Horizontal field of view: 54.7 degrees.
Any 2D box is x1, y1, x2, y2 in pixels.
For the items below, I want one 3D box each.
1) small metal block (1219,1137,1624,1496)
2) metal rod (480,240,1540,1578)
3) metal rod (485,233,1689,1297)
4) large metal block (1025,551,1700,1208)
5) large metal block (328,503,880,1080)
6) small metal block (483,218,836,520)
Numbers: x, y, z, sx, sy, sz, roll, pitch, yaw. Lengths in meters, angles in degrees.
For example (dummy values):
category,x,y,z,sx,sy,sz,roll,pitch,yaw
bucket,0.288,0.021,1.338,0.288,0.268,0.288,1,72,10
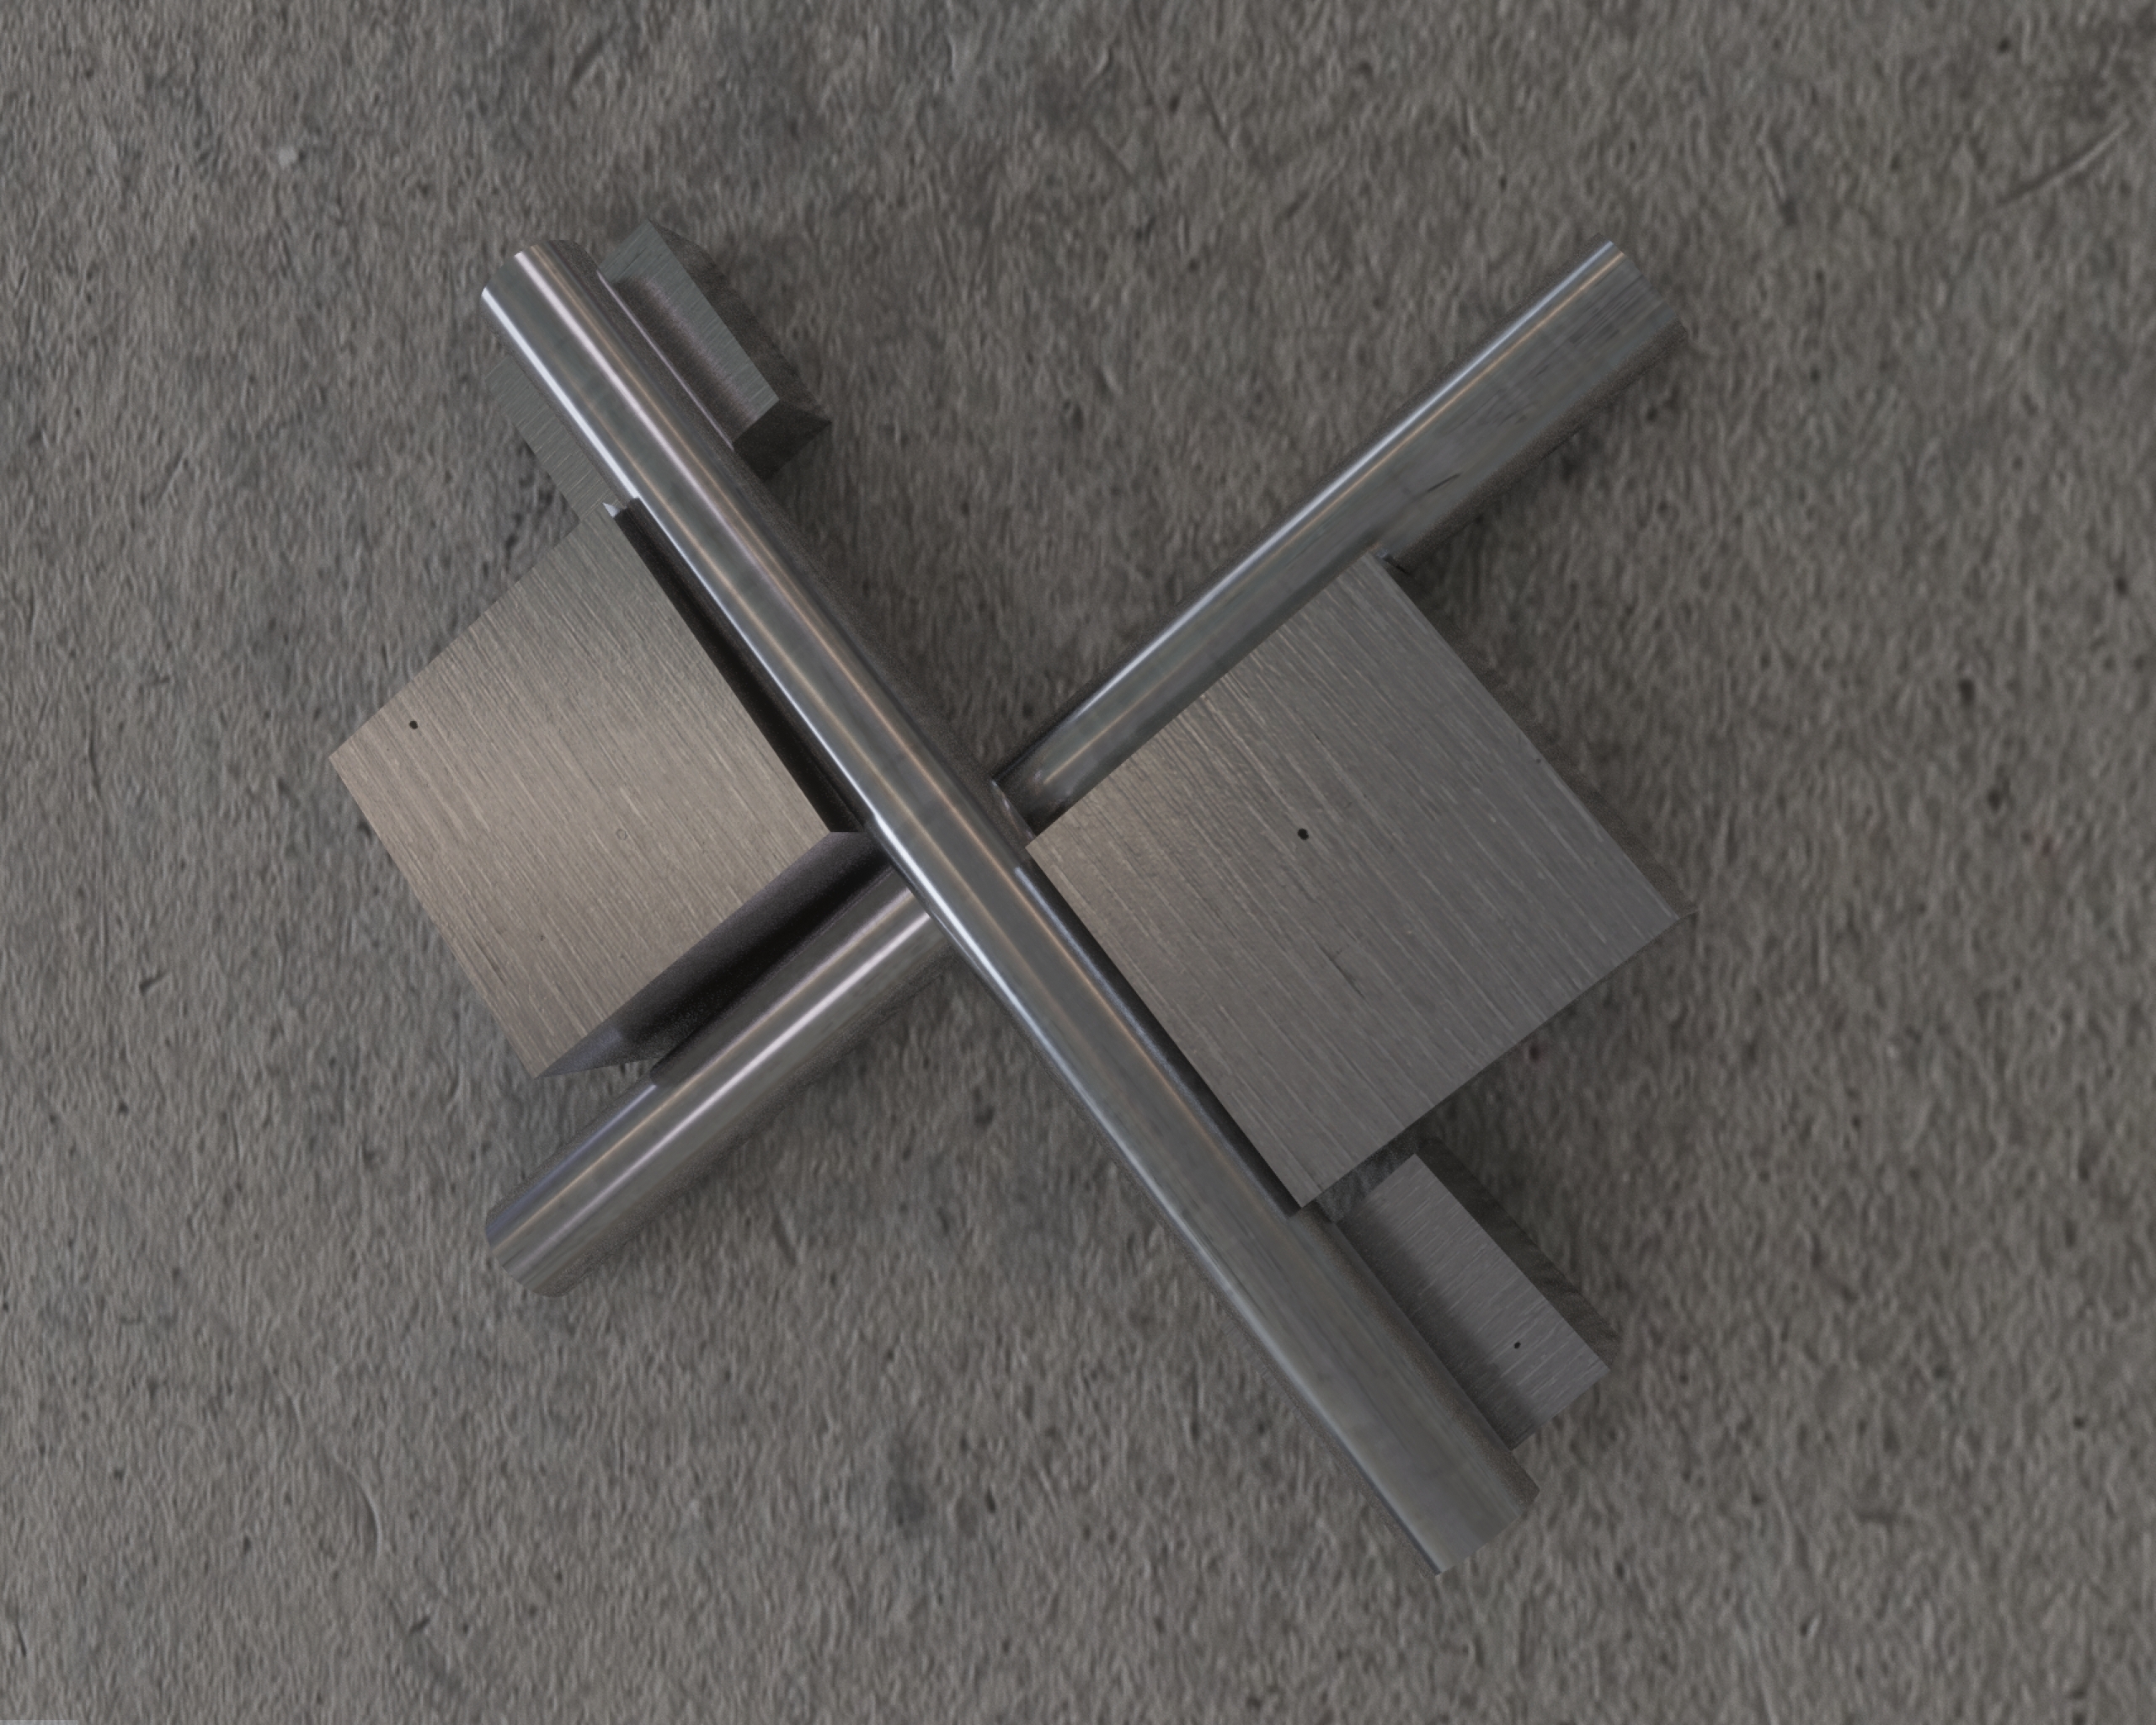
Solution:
category,x,y,z,sx,sy,sz,roll,pitch,yaw
small metal block,0.064,0.087,0.388,0.050,0.025,0.050,-45,76,14
metal rod,-0.020,-0.001,0.390,0.025,0.025,0.300,-41,77,15
metal rod,-0.008,-0.010,0.414,0.299,0.025,0.025,-40,77,15
large metal block,0.052,0.003,0.378,0.080,0.050,0.080,-41,77,15
large metal block,-0.090,-0.014,0.427,0.080,0.050,0.080,-39,78,16
small metal block,-0.089,-0.098,0.442,0.050,0.025,0.050,-39,78,15
